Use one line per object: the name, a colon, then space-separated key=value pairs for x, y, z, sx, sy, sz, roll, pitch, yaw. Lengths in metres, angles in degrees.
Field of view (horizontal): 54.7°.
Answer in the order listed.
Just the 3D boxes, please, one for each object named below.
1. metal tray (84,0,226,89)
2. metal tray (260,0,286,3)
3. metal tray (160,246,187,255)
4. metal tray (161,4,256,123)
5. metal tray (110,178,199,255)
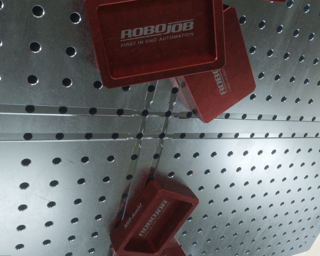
metal tray: x=-0.002 y=-0.097 z=0.317 sx=0.131 sy=0.030 sz=0.089 roll=-11 pitch=115 yaw=-5
metal tray: x=0.098 y=-0.194 z=0.343 sx=0.131 sy=0.030 sz=0.089 roll=-5 pitch=121 yaw=-26
metal tray: x=-0.019 y=0.271 z=0.568 sx=0.131 sy=0.030 sz=0.089 roll=-1 pitch=119 yaw=-28
metal tray: x=0.067 y=-0.079 z=0.398 sx=0.090 sy=0.030 sz=0.130 roll=-35 pitch=129 yaw=-6
metal tray: x=-0.008 y=0.148 z=0.496 sx=0.090 sy=0.030 sz=0.129 roll=25 pitch=105 yaw=-37
